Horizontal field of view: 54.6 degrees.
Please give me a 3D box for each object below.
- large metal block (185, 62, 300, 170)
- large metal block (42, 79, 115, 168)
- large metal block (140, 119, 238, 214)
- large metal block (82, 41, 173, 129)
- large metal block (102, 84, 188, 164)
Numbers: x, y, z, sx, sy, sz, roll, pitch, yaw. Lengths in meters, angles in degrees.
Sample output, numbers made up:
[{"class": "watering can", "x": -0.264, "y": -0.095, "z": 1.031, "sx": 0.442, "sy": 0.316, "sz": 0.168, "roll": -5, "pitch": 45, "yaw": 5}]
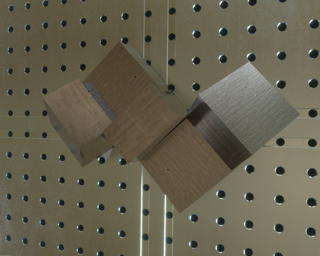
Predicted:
[{"class": "large metal block", "x": 0.090, "y": -0.014, "z": 0.345, "sx": 0.080, "sy": 0.050, "sz": 0.080, "roll": -34, "pitch": 76, "yaw": -24}, {"class": "large metal block", "x": -0.106, "y": -0.004, "z": 0.414, "sx": 0.050, "sy": 0.080, "sz": 0.080, "roll": -34, "pitch": 76, "yaw": -23}, {"class": "large metal block", "x": 0.036, "y": 0.045, "z": 0.386, "sx": 0.080, "sy": 0.050, "sz": 0.080, "roll": -43, "pitch": 75, "yaw": 15}, {"class": "large metal block", "x": -0.045, "y": -0.054, "z": 0.415, "sx": 0.080, "sy": 0.050, "sz": 0.080, "roll": -44, "pitch": 77, "yaw": 16}, {"class": "large metal block", "x": -0.011, "y": -0.004, "z": 0.387, "sx": 0.080, "sy": 0.080, "sz": 0.050, "roll": -44, "pitch": 78, "yaw": 15}]
